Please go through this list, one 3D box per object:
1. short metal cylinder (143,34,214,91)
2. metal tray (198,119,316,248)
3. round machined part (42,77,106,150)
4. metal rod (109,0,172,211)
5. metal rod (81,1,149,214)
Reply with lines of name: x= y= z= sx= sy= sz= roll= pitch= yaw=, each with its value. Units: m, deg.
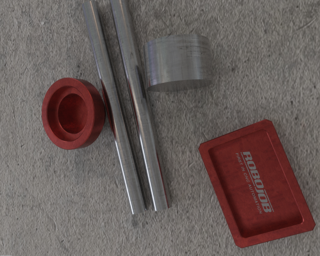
short metal cylinder: x=0.022 y=-0.075 z=0.372 sx=0.080 sy=0.080 sz=0.050 roll=-6 pitch=88 yaw=20
metal tray: x=0.112 y=0.064 z=0.366 sx=0.090 sy=0.030 sz=0.129 roll=-23 pitch=83 yaw=18
round machined part: x=-0.116 y=-0.020 z=0.435 sx=0.098 sy=0.042 sz=0.097 roll=1 pitch=93 yaw=29
metal rod: x=-0.028 y=-0.040 z=0.418 sx=0.025 sy=0.025 sz=0.298 roll=-14 pitch=85 yaw=19
metal rod: x=-0.063 y=-0.032 z=0.431 sx=0.025 sy=0.025 sz=0.298 roll=-16 pitch=85 yaw=19
